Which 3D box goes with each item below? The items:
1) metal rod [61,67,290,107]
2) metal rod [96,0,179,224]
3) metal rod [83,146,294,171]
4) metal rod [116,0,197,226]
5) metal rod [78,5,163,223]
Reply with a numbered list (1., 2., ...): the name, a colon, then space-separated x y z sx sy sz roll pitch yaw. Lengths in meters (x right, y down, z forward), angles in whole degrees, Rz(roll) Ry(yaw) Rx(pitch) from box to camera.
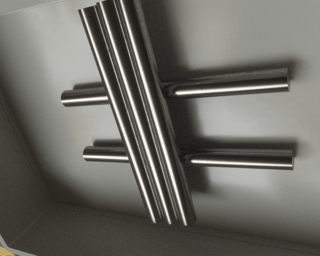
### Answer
1. metal rod: -0.003 -0.046 0.381 0.300 0.025 0.025 -1 118 28
2. metal rod: -0.018 -0.002 0.382 0.025 0.025 0.298 -1 118 29
3. metal rod: 0.018 0.038 0.421 0.300 0.025 0.025 -1 118 28
4. metal rod: 0.003 -0.004 0.369 0.025 0.025 0.298 -1 118 29
5. metal rod: -0.040 0.000 0.395 0.025 0.025 0.298 -1 118 29
